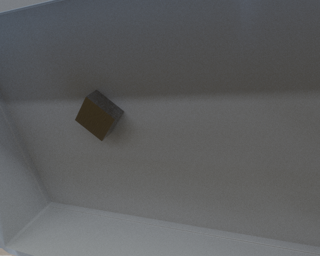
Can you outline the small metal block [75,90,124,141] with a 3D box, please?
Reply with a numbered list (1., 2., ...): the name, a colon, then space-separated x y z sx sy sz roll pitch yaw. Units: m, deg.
1. small metal block: -0.087 -0.017 0.442 0.050 0.025 0.050 38 129 2
